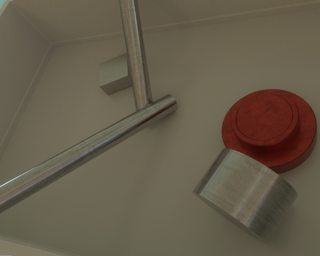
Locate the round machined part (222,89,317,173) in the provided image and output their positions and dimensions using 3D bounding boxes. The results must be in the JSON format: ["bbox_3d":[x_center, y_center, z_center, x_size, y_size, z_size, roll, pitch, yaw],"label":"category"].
[{"bbox_3d":[0.115,-0.003,0.336,0.098,0.042,0.098,-13,56,20],"label":"round machined part"}]

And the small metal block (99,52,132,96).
[{"bbox_3d":[-0.068,-0.086,0.492,0.050,0.025,0.050,-18,55,17],"label":"small metal block"}]

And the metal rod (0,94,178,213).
[{"bbox_3d":[-0.100,0.035,0.352,0.302,0.025,0.025,-31,46,-27],"label":"metal rod"}]

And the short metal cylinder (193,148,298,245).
[{"bbox_3d":[0.078,0.063,0.291,0.080,0.080,0.050,29,78,37],"label":"short metal cylinder"}]

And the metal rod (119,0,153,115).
[{"bbox_3d":[-0.042,-0.165,0.418,0.025,0.025,0.298,-6,95,24],"label":"metal rod"}]
